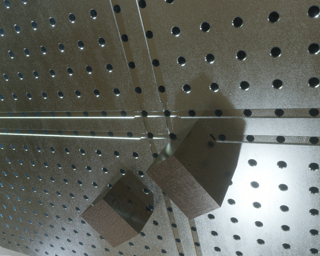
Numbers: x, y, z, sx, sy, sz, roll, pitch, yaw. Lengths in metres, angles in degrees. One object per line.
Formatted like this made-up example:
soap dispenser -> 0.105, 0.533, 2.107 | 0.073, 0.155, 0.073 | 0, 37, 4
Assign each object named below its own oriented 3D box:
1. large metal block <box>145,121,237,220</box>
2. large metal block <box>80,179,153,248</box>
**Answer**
large metal block -> 0.042, 0.051, 0.385 | 0.080, 0.080, 0.050 | 48, 129, -6
large metal block -> -0.074, 0.146, 0.525 | 0.080, 0.050, 0.080 | 46, 129, -4
